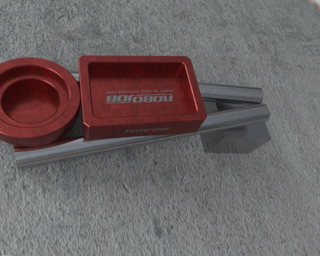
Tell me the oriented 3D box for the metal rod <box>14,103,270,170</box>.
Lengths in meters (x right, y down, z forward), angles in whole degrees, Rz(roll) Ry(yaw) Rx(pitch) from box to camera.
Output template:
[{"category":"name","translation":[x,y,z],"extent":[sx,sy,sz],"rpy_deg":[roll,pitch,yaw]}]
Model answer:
[{"category":"metal rod","translation":[-0.003,0.005,0.361],"extent":[0.303,0.025,0.025],"rpy_deg":[-10,67,-19]}]

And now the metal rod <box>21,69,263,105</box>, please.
[{"category":"metal rod","translation":[-0.013,-0.051,0.389],"extent":[0.302,0.025,0.025],"rpy_deg":[3,60,-12]}]

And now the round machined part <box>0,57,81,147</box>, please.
[{"category":"round machined part","translation":[-0.136,-0.024,0.329],"extent":[0.099,0.042,0.098],"rpy_deg":[7,60,-13]}]

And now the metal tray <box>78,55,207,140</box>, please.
[{"category":"metal tray","translation":[-0.022,-0.037,0.348],"extent":[0.131,0.030,0.090],"rpy_deg":[-3,63,-16]}]

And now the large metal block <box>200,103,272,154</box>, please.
[{"category":"large metal block","translation":[0.103,-0.010,0.451],"extent":[0.081,0.050,0.080],"rpy_deg":[4,60,-27]}]
